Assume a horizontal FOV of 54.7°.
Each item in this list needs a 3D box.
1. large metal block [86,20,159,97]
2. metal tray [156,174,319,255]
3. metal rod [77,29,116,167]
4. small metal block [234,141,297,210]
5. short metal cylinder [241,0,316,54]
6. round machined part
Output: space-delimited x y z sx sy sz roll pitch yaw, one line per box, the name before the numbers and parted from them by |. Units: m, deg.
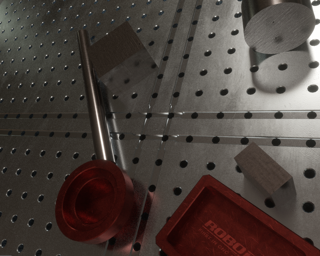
large metal block | -0.060 -0.110 0.489 0.080 0.050 0.080 -33 52 6
metal tray | 0.070 0.116 0.296 0.130 0.030 0.090 33 80 37
metal rod | -0.109 -0.064 0.502 0.025 0.025 0.299 -27 53 11
small metal block | 0.105 0.048 0.308 0.025 0.050 0.050 -41 51 1
short metal cylinder | 0.143 -0.138 0.382 0.080 0.080 0.050 -10 58 22
round machined part | -0.075 0.091 0.379 0.098 0.042 0.098 -13 57 21
